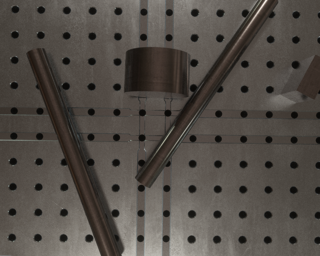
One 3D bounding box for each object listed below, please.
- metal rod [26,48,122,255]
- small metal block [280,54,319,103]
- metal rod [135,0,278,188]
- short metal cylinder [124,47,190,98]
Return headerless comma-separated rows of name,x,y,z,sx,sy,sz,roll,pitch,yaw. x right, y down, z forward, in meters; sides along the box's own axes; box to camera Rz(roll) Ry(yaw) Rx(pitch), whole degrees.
metal rod,-0.113,0.039,0.411,0.025,0.025,0.299,-20,90,0
small metal block,0.189,-0.062,0.403,0.025,0.050,0.050,28,90,0
metal rod,0.062,-0.050,0.414,0.025,0.025,0.299,35,90,-1
short metal cylinder,-0.003,-0.066,0.386,0.081,0.080,0.050,3,90,-1
